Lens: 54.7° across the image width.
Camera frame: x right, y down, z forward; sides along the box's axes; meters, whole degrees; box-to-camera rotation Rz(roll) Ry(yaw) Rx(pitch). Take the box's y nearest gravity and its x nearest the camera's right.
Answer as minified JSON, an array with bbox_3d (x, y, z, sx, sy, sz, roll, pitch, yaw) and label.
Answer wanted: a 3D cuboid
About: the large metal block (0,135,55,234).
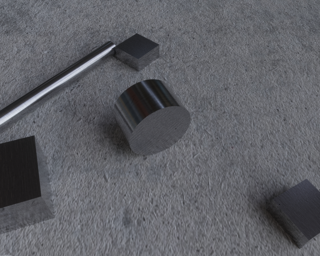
[{"bbox_3d":[-0.165,0.063,0.333,0.081,0.050,0.080,-15,52,-12],"label":"large metal block"}]

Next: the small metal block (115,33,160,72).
[{"bbox_3d":[-0.036,-0.125,0.508,0.050,0.025,0.050,33,57,24],"label":"small metal block"}]

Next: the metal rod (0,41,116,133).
[{"bbox_3d":[-0.174,-0.044,0.438,0.025,0.025,0.301,32,57,24],"label":"metal rod"}]

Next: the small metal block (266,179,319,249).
[{"bbox_3d":[0.153,0.090,0.329,0.050,0.025,0.050,-24,54,-19],"label":"small metal block"}]

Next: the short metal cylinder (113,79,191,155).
[{"bbox_3d":[-0.010,-0.012,0.378,0.081,0.080,0.050,-21,54,-17],"label":"short metal cylinder"}]
